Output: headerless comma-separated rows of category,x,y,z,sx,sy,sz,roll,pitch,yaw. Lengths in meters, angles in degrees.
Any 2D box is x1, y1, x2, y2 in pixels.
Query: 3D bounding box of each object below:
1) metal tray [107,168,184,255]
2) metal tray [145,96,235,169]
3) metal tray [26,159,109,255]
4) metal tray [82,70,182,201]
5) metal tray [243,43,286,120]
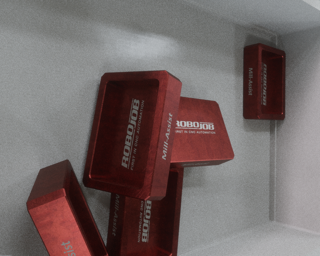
metal tray,-0.017,0.106,0.389,0.091,0.030,0.129,8,85,-40
metal tray,0.036,0.005,0.412,0.131,0.030,0.090,2,66,-40
metal tray,-0.079,0.104,0.295,0.030,0.090,0.129,-21,105,-9
metal tray,-0.031,0.005,0.335,0.030,0.090,0.129,20,77,-57
metal tray,0.191,-0.080,0.562,0.091,0.030,0.129,1,90,-40
